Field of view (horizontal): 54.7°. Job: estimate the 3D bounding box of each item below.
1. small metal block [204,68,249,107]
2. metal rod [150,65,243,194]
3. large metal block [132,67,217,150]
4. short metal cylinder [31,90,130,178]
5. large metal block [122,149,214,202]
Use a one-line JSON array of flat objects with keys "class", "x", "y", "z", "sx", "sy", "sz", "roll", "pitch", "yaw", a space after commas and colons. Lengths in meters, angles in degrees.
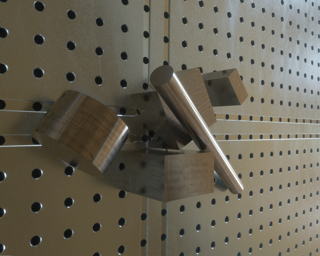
[{"class": "small metal block", "x": 0.101, "y": -0.062, "z": 0.480, "sx": 0.025, "sy": 0.050, "sz": 0.050, "roll": -46, "pitch": 118, "yaw": -30}, {"class": "metal rod", "x": 0.065, "y": 0.025, "z": 0.408, "sx": 0.300, "sy": 0.025, "sz": 0.025, "roll": 50, "pitch": 59, "yaw": -49}, {"class": "large metal block", "x": 0.021, "y": -0.026, "z": 0.413, "sx": 0.081, "sy": 0.050, "sz": 0.080, "roll": -34, "pitch": 111, "yaw": -35}, {"class": "short metal cylinder", "x": -0.078, "y": 0.007, "z": 0.310, "sx": 0.080, "sy": 0.080, "sz": 0.050, "roll": 45, "pitch": 63, "yaw": -31}, {"class": "large metal block", "x": 0.010, "y": 0.054, "z": 0.384, "sx": 0.081, "sy": 0.080, "sz": 0.050, "roll": 0, "pitch": 90, "yaw": -40}]
